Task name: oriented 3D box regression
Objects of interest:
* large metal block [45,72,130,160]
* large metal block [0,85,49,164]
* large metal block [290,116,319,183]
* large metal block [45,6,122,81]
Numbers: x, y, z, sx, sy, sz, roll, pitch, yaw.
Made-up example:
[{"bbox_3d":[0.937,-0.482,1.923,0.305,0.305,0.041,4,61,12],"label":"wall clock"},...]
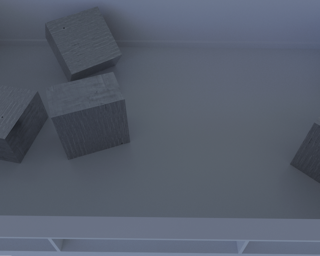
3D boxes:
[{"bbox_3d":[-0.085,-0.014,0.380,0.081,0.080,0.050,-16,52,-13],"label":"large metal block"},{"bbox_3d":[-0.204,-0.008,0.394,0.080,0.050,0.080,9,51,7],"label":"large metal block"},{"bbox_3d":[0.208,0.027,0.348,0.080,0.080,0.050,36,59,26],"label":"large metal block"},{"bbox_3d":[-0.116,-0.124,0.467,0.081,0.050,0.080,-27,92,-21],"label":"large metal block"}]
